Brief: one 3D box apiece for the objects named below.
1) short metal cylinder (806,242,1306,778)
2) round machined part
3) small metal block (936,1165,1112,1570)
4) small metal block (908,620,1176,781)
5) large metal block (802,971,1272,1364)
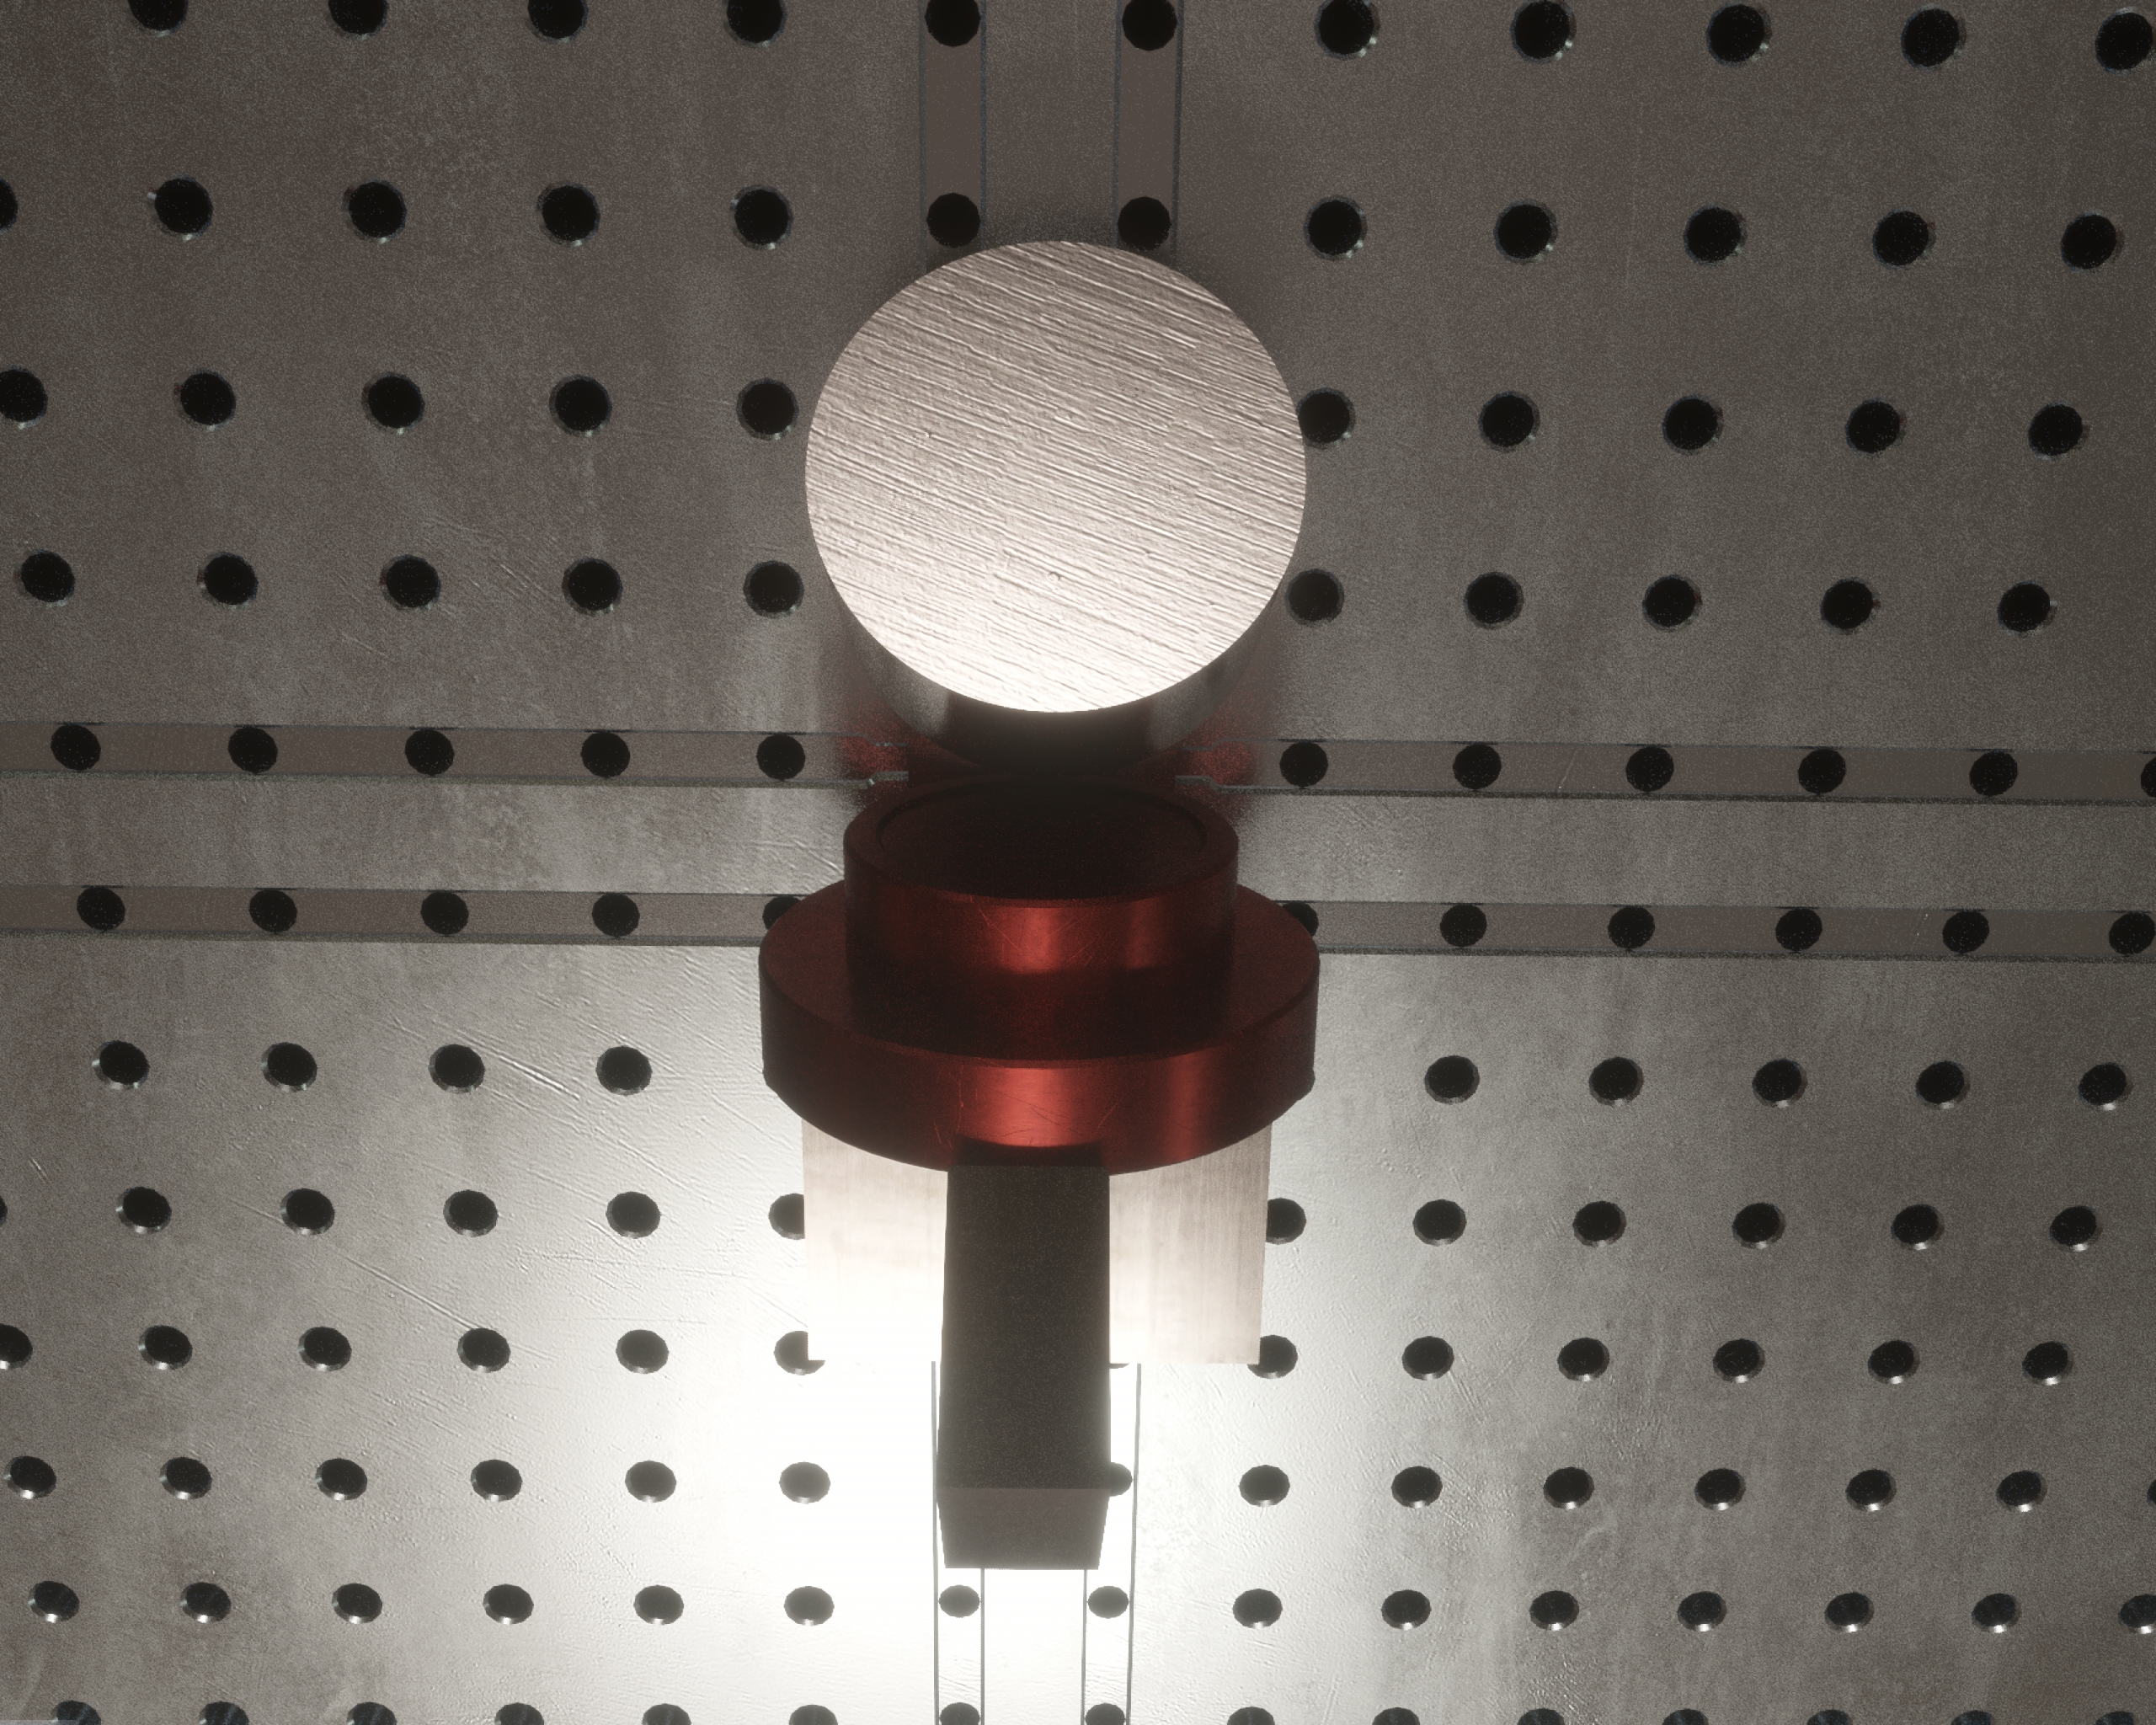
[{"bbox_3d":[-0.004,-0.059,0.360,0.081,0.050,0.080,0,80,-1],"label":"short metal cylinder"},{"bbox_3d":[-0.006,0.014,0.368,0.099,0.098,0.042,1,110,-1],"label":"round machined part"},{"bbox_3d":[-0.008,0.082,0.333,0.025,0.050,0.050,1,148,-1],"label":"small metal block"},{"bbox_3d":[-0.007,-0.025,0.403,0.050,0.025,0.050,1,110,-1],"label":"small metal block"},{"bbox_3d":[-0.008,0.052,0.402,0.081,0.080,0.050,1,110,-1],"label":"large metal block"}]
